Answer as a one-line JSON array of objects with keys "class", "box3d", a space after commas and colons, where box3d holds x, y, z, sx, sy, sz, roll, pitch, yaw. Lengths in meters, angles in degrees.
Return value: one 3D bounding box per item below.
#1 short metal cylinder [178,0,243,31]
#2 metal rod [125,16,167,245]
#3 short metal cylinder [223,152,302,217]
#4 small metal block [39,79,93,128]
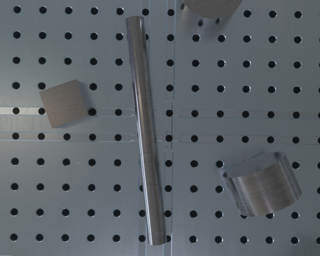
[{"class": "short metal cylinder", "box3d": [0.064, -0.173, 0.401, 0.081, 0.050, 0.079, 0, 90, 0]}, {"class": "metal rod", "box3d": [-0.018, 0.003, 0.413, 0.025, 0.025, 0.298, -6, 90, 0]}, {"class": "short metal cylinder", "box3d": [0.127, 0.068, 0.387, 0.080, 0.080, 0.050, -23, 90, 0]}, {"class": "small metal block", "box3d": [-0.124, -0.031, 0.412, 0.050, 0.025, 0.050, -20, 90, 0]}]
